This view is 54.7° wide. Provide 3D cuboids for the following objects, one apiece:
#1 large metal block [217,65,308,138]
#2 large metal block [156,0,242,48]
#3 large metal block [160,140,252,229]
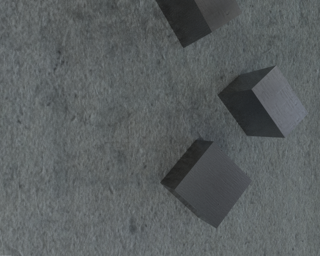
[{"bbox_3d":[0.141,-0.034,0.433,0.050,0.080,0.080,-42,104,-15],"label":"large metal block"},{"bbox_3d":[0.046,-0.159,0.398,0.050,0.080,0.080,-36,102,-17],"label":"large metal block"},{"bbox_3d":[0.062,0.073,0.420,0.080,0.050,0.080,45,76,-15],"label":"large metal block"}]
